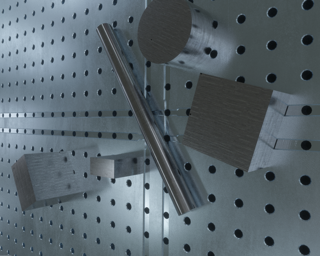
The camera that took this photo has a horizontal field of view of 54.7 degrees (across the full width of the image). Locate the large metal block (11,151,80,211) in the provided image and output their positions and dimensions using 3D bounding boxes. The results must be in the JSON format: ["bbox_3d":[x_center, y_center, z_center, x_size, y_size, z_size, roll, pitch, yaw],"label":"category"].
[{"bbox_3d":[-0.196,0.089,0.532,0.050,0.081,0.080,-35,69,34],"label":"large metal block"}]

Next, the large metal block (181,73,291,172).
[{"bbox_3d":[0.078,-0.008,0.327,0.080,0.050,0.079,22,104,37],"label":"large metal block"}]

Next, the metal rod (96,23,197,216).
[{"bbox_3d":[-0.026,-0.025,0.428,0.025,0.025,0.299,-38,67,33],"label":"metal rod"}]

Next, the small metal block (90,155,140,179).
[{"bbox_3d":[-0.064,0.054,0.443,0.050,0.050,0.025,1,91,39],"label":"small metal block"}]

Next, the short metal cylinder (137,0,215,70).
[{"bbox_3d":[0.019,-0.114,0.376,0.080,0.050,0.079,0,90,39],"label":"short metal cylinder"}]
